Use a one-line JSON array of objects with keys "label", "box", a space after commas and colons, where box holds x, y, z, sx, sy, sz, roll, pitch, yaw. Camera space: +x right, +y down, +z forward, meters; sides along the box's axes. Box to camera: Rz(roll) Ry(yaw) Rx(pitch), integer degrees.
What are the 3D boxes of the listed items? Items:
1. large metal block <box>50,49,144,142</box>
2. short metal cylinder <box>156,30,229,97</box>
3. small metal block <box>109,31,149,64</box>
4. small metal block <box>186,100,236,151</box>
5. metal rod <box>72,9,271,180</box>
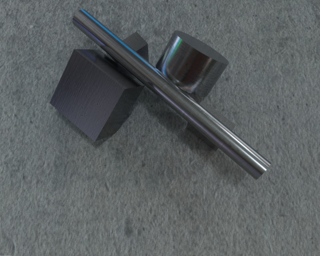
[{"label": "large metal block", "box": [-0.080, -0.043, 0.392, 0.080, 0.050, 0.080, 39, 115, 12]}, {"label": "short metal cylinder", "box": [0.042, -0.084, 0.405, 0.080, 0.080, 0.050, 37, 115, 12]}, {"label": "small metal block", "box": [-0.044, -0.098, 0.432, 0.050, 0.050, 0.025, -37, 75, -13]}, {"label": "small metal block", "box": [0.063, -0.002, 0.394, 0.050, 0.050, 0.025, 39, 75, 12]}, {"label": "metal rod", "box": [0.004, -0.049, 0.374, 0.300, 0.025, 0.025, 41, 75, 13]}]
